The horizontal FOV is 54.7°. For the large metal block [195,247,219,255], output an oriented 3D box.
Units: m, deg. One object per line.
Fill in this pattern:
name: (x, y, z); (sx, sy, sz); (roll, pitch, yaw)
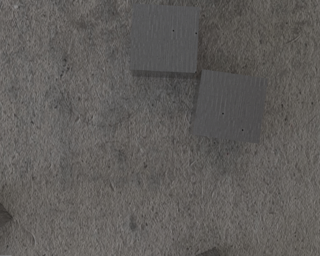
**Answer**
large metal block: (0.054, 0.215, 0.398); (0.080, 0.050, 0.080); (-23, 90, 0)

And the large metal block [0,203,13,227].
large metal block: (-0.247, 0.128, 0.380); (0.080, 0.080, 0.050); (-37, 90, 0)

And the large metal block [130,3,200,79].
large metal block: (0.006, -0.108, 0.397); (0.081, 0.050, 0.080); (3, 90, 0)

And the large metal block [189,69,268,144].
large metal block: (0.085, -0.026, 0.398); (0.080, 0.050, 0.080); (8, 90, 0)
